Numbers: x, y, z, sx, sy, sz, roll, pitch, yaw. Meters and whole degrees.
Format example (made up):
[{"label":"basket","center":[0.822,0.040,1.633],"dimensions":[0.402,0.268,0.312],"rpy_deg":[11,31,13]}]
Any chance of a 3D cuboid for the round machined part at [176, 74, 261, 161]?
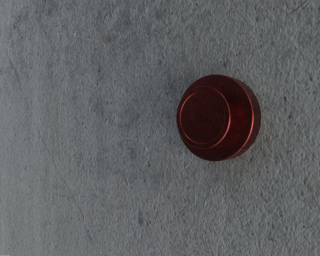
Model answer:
[{"label":"round machined part","center":[0.058,-0.011,0.347],"dimensions":[0.098,0.042,0.097],"rpy_deg":[0,90,40]}]
